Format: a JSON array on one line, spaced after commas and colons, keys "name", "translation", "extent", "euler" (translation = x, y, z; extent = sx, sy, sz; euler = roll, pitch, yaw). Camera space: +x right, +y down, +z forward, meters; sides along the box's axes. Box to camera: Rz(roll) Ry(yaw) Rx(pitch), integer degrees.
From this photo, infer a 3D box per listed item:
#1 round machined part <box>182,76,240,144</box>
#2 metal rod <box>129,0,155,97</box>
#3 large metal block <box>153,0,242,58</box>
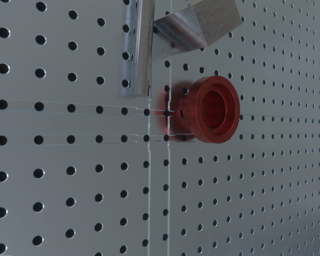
[{"name": "round machined part", "translation": [0.072, -0.026, 0.458], "extent": [0.099, 0.042, 0.097], "euler": [0, 90, -40]}, {"name": "metal rod", "translation": [-0.017, -0.189, 0.394], "extent": [0.025, 0.025, 0.298], "euler": [6, 86, -40]}, {"name": "large metal block", "translation": [0.047, -0.139, 0.413], "extent": [0.080, 0.080, 0.050], "euler": [-39, 114, -33]}]
